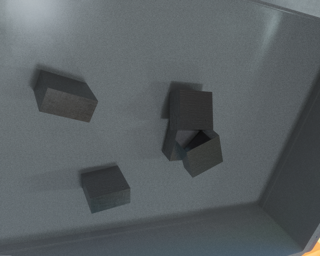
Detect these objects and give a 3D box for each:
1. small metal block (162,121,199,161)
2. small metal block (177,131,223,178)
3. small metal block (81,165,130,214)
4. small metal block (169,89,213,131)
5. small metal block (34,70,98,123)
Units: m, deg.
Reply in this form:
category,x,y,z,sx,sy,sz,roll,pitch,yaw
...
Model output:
category,x,y,z,sx,sy,sz,roll,pitch,yaw
small metal block,0.035,0.018,0.439,0.050,0.025,0.050,-2,120,-28
small metal block,0.057,0.033,0.428,0.050,0.025,0.050,-26,128,-13
small metal block,-0.071,0.078,0.402,0.050,0.050,0.025,-11,123,-23
small metal block,0.041,-0.022,0.403,0.050,0.025,0.050,1,86,-29
small metal block,-0.098,-0.033,0.319,0.050,0.050,0.025,14,111,-34
